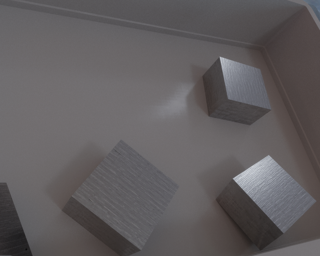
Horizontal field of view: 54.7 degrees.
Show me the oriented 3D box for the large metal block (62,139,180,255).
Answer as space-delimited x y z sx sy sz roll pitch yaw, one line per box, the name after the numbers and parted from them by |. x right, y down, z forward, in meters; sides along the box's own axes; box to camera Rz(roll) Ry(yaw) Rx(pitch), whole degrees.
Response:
-0.040 0.073 0.325 0.080 0.050 0.080 39 51 -2 | large metal block

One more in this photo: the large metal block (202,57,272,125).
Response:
0.120 -0.057 0.491 0.081 0.050 0.080 11 57 -23 | large metal block

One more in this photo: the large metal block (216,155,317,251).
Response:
0.134 0.092 0.396 0.081 0.050 0.080 -22 60 -36 | large metal block

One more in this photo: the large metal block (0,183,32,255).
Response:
-0.150 0.088 0.228 0.080 0.050 0.080 61 9 16 | large metal block
